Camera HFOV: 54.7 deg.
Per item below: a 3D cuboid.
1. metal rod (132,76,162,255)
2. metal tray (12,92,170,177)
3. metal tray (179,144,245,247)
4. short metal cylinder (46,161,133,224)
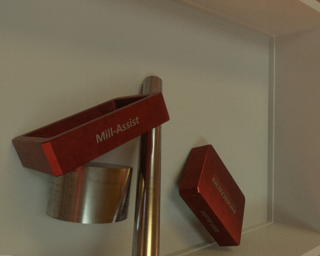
[{"bbox_3d":[-0.012,0.064,0.318,0.025,0.025,0.300,31,46,-36],"label":"metal rod"},{"bbox_3d":[-0.066,0.001,0.309,0.131,0.090,0.030,-28,108,-37],"label":"metal tray"},{"bbox_3d":[0.082,0.100,0.455,0.130,0.030,0.090,54,38,-26],"label":"metal tray"},{"bbox_3d":[-0.070,0.062,0.314,0.081,0.080,0.050,9,85,-40],"label":"short metal cylinder"}]
